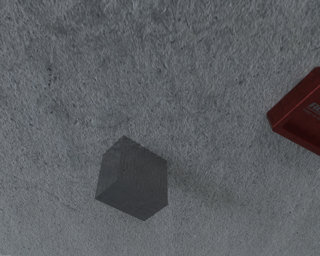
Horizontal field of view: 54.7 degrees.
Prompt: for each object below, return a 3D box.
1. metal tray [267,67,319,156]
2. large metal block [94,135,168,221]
[{"bbox_3d":[0.217,-0.011,0.396,0.131,0.030,0.090,25,126,-20],"label":"metal tray"},{"bbox_3d":[-0.037,0.070,0.430,0.080,0.080,0.050,33,123,-25],"label":"large metal block"}]
